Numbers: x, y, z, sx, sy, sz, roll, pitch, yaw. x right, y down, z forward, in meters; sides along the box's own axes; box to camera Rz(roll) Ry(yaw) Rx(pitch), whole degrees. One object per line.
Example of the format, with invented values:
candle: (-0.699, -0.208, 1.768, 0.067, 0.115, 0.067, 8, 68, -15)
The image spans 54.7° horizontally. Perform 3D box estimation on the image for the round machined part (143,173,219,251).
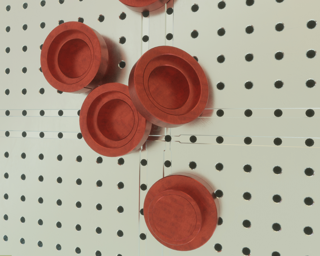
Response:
round machined part: (0.024, 0.109, 0.395, 0.098, 0.042, 0.097, 0, 90, 19)

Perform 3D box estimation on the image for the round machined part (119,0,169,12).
round machined part: (-0.025, -0.210, 0.411, 0.098, 0.042, 0.097, 0, 90, 19)

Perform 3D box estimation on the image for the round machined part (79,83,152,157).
round machined part: (-0.056, -0.011, 0.422, 0.098, 0.042, 0.097, 0, 90, 19)

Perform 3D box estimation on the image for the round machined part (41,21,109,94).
round machined part: (-0.117, -0.098, 0.443, 0.098, 0.042, 0.097, 0, 90, 19)

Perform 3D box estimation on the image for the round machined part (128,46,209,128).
round machined part: (0.007, -0.047, 0.382, 0.042, 0.099, 0.098, -27, 78, 62)
